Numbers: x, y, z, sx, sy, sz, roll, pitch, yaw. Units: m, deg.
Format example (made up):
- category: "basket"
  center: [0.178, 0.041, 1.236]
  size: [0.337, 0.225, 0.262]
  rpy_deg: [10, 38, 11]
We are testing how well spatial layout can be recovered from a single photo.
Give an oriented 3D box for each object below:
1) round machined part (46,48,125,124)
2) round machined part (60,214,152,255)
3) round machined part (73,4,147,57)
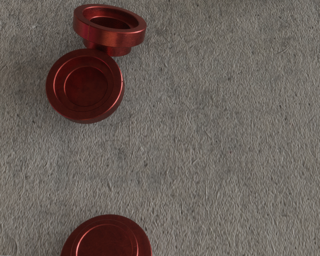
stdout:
- category: "round machined part"
  center: [-0.096, -0.052, 0.413]
  size: [0.099, 0.042, 0.098]
  rpy_deg: [0, 77, 1]
- category: "round machined part"
  center: [-0.058, 0.138, 0.332]
  size: [0.099, 0.042, 0.098]
  rpy_deg: [2, 50, -2]
- category: "round machined part"
  center: [-0.071, -0.134, 0.431]
  size: [0.099, 0.042, 0.098]
  rpy_deg: [10, 37, -8]
